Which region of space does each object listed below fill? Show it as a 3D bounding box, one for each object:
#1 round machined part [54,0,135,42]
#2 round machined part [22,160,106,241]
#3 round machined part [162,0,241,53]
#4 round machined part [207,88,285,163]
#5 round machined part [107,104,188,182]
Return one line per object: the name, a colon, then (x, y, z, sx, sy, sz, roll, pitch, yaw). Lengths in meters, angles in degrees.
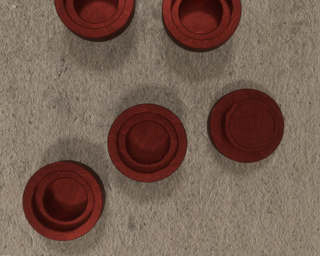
round machined part: (-0.081, -0.159, 0.400, 0.099, 0.042, 0.097, 0, 90, -1)
round machined part: (-0.120, 0.090, 0.400, 0.099, 0.042, 0.097, 0, 90, -1)
round machined part: (0.051, -0.146, 0.402, 0.099, 0.042, 0.097, 0, 90, -1)
round machined part: (0.114, -0.003, 0.403, 0.099, 0.042, 0.097, 0, 90, -1)
round machined part: (-0.015, 0.018, 0.401, 0.099, 0.042, 0.097, 0, 90, -1)
